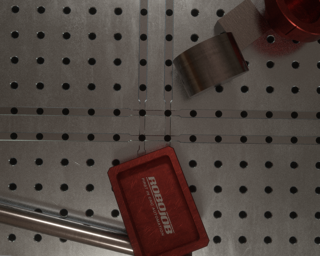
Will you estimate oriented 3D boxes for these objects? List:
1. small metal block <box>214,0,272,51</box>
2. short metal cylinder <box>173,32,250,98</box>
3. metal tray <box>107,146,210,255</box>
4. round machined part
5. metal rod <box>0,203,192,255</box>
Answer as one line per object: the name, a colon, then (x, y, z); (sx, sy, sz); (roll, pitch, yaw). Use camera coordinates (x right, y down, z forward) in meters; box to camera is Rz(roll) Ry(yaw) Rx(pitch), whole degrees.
small metal block: (0.110, -0.135, 0.415); (0.050, 0.025, 0.050); (-37, 90, 0)
short metal cylinder: (0.063, -0.077, 0.387); (0.080, 0.080, 0.050); (-24, 90, 0)
metal tray: (-0.003, 0.099, 0.395); (0.090, 0.030, 0.129); (-21, 77, -1)
round machined part: (0.176, -0.153, 0.397); (0.099, 0.042, 0.098); (4, 76, -15)
metal rod: (-0.107, 0.139, 0.412); (0.302, 0.025, 0.025); (14, 90, -1)
